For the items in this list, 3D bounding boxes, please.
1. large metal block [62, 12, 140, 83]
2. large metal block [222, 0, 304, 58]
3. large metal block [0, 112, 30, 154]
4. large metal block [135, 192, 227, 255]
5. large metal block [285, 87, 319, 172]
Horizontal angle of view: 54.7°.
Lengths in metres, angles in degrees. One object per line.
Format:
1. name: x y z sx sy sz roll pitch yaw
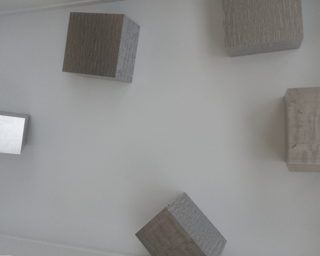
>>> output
1. large metal block: -0.079 -0.109 0.424 0.080 0.050 0.079 10 93 19
2. large metal block: 0.116 -0.131 0.356 0.080 0.050 0.079 -4 89 19
3. large metal block: -0.237 0.002 0.446 0.081 0.080 0.050 8 94 -19
4. large metal block: 0.028 0.131 0.371 0.050 0.080 0.080 -45 76 14
5. large metal block: 0.160 0.001 0.325 0.050 0.080 0.079 -1 90 20
